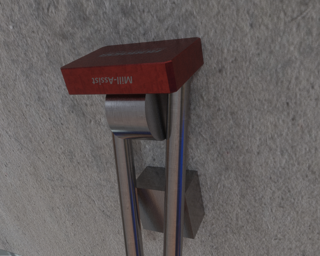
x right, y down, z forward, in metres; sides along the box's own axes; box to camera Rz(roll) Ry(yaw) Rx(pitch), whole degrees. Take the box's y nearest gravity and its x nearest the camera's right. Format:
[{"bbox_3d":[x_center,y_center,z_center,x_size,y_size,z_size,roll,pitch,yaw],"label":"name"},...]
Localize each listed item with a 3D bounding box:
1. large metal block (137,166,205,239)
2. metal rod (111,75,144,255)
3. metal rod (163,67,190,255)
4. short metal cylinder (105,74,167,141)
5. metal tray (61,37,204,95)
[{"bbox_3d":[0.014,0.105,0.446,0.080,0.050,0.079,2,119,27],"label":"large metal block"},{"bbox_3d":[-0.045,0.064,0.411,0.025,0.025,0.298,2,104,27],"label":"metal rod"},{"bbox_3d":[0.019,0.068,0.379,0.025,0.025,0.298,8,107,23],"label":"metal rod"},{"bbox_3d":[-0.020,-0.026,0.367,0.050,0.080,0.079,2,119,26],"label":"short metal cylinder"},{"bbox_3d":[-0.028,-0.068,0.338,0.130,0.090,0.030,2,120,26],"label":"metal tray"}]
